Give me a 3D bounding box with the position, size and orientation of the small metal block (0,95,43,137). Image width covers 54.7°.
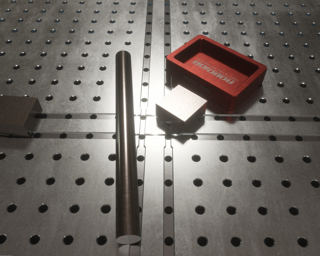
[{"bbox_3d":[-0.195,-0.016,0.419,0.050,0.025,0.050,4,50,3],"label":"small metal block"}]

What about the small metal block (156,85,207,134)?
[{"bbox_3d":[0.029,-0.027,0.431,0.050,0.025,0.050,34,57,25],"label":"small metal block"}]

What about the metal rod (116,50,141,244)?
[{"bbox_3d":[-0.046,-0.002,0.408,0.025,0.025,0.300,-4,50,-4],"label":"metal rod"}]

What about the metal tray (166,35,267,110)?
[{"bbox_3d":[0.085,-0.091,0.481,0.130,0.030,0.090,35,58,25],"label":"metal tray"}]
